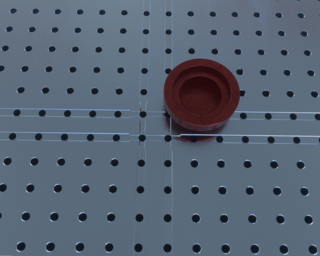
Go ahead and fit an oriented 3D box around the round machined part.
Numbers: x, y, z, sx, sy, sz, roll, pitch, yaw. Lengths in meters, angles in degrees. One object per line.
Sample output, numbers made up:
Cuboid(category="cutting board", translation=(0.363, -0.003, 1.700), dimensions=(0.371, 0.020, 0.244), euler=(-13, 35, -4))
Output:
Cuboid(category="round machined part", translation=(0.054, -0.041, 0.418), dimensions=(0.099, 0.042, 0.098), euler=(0, 70, -1))
